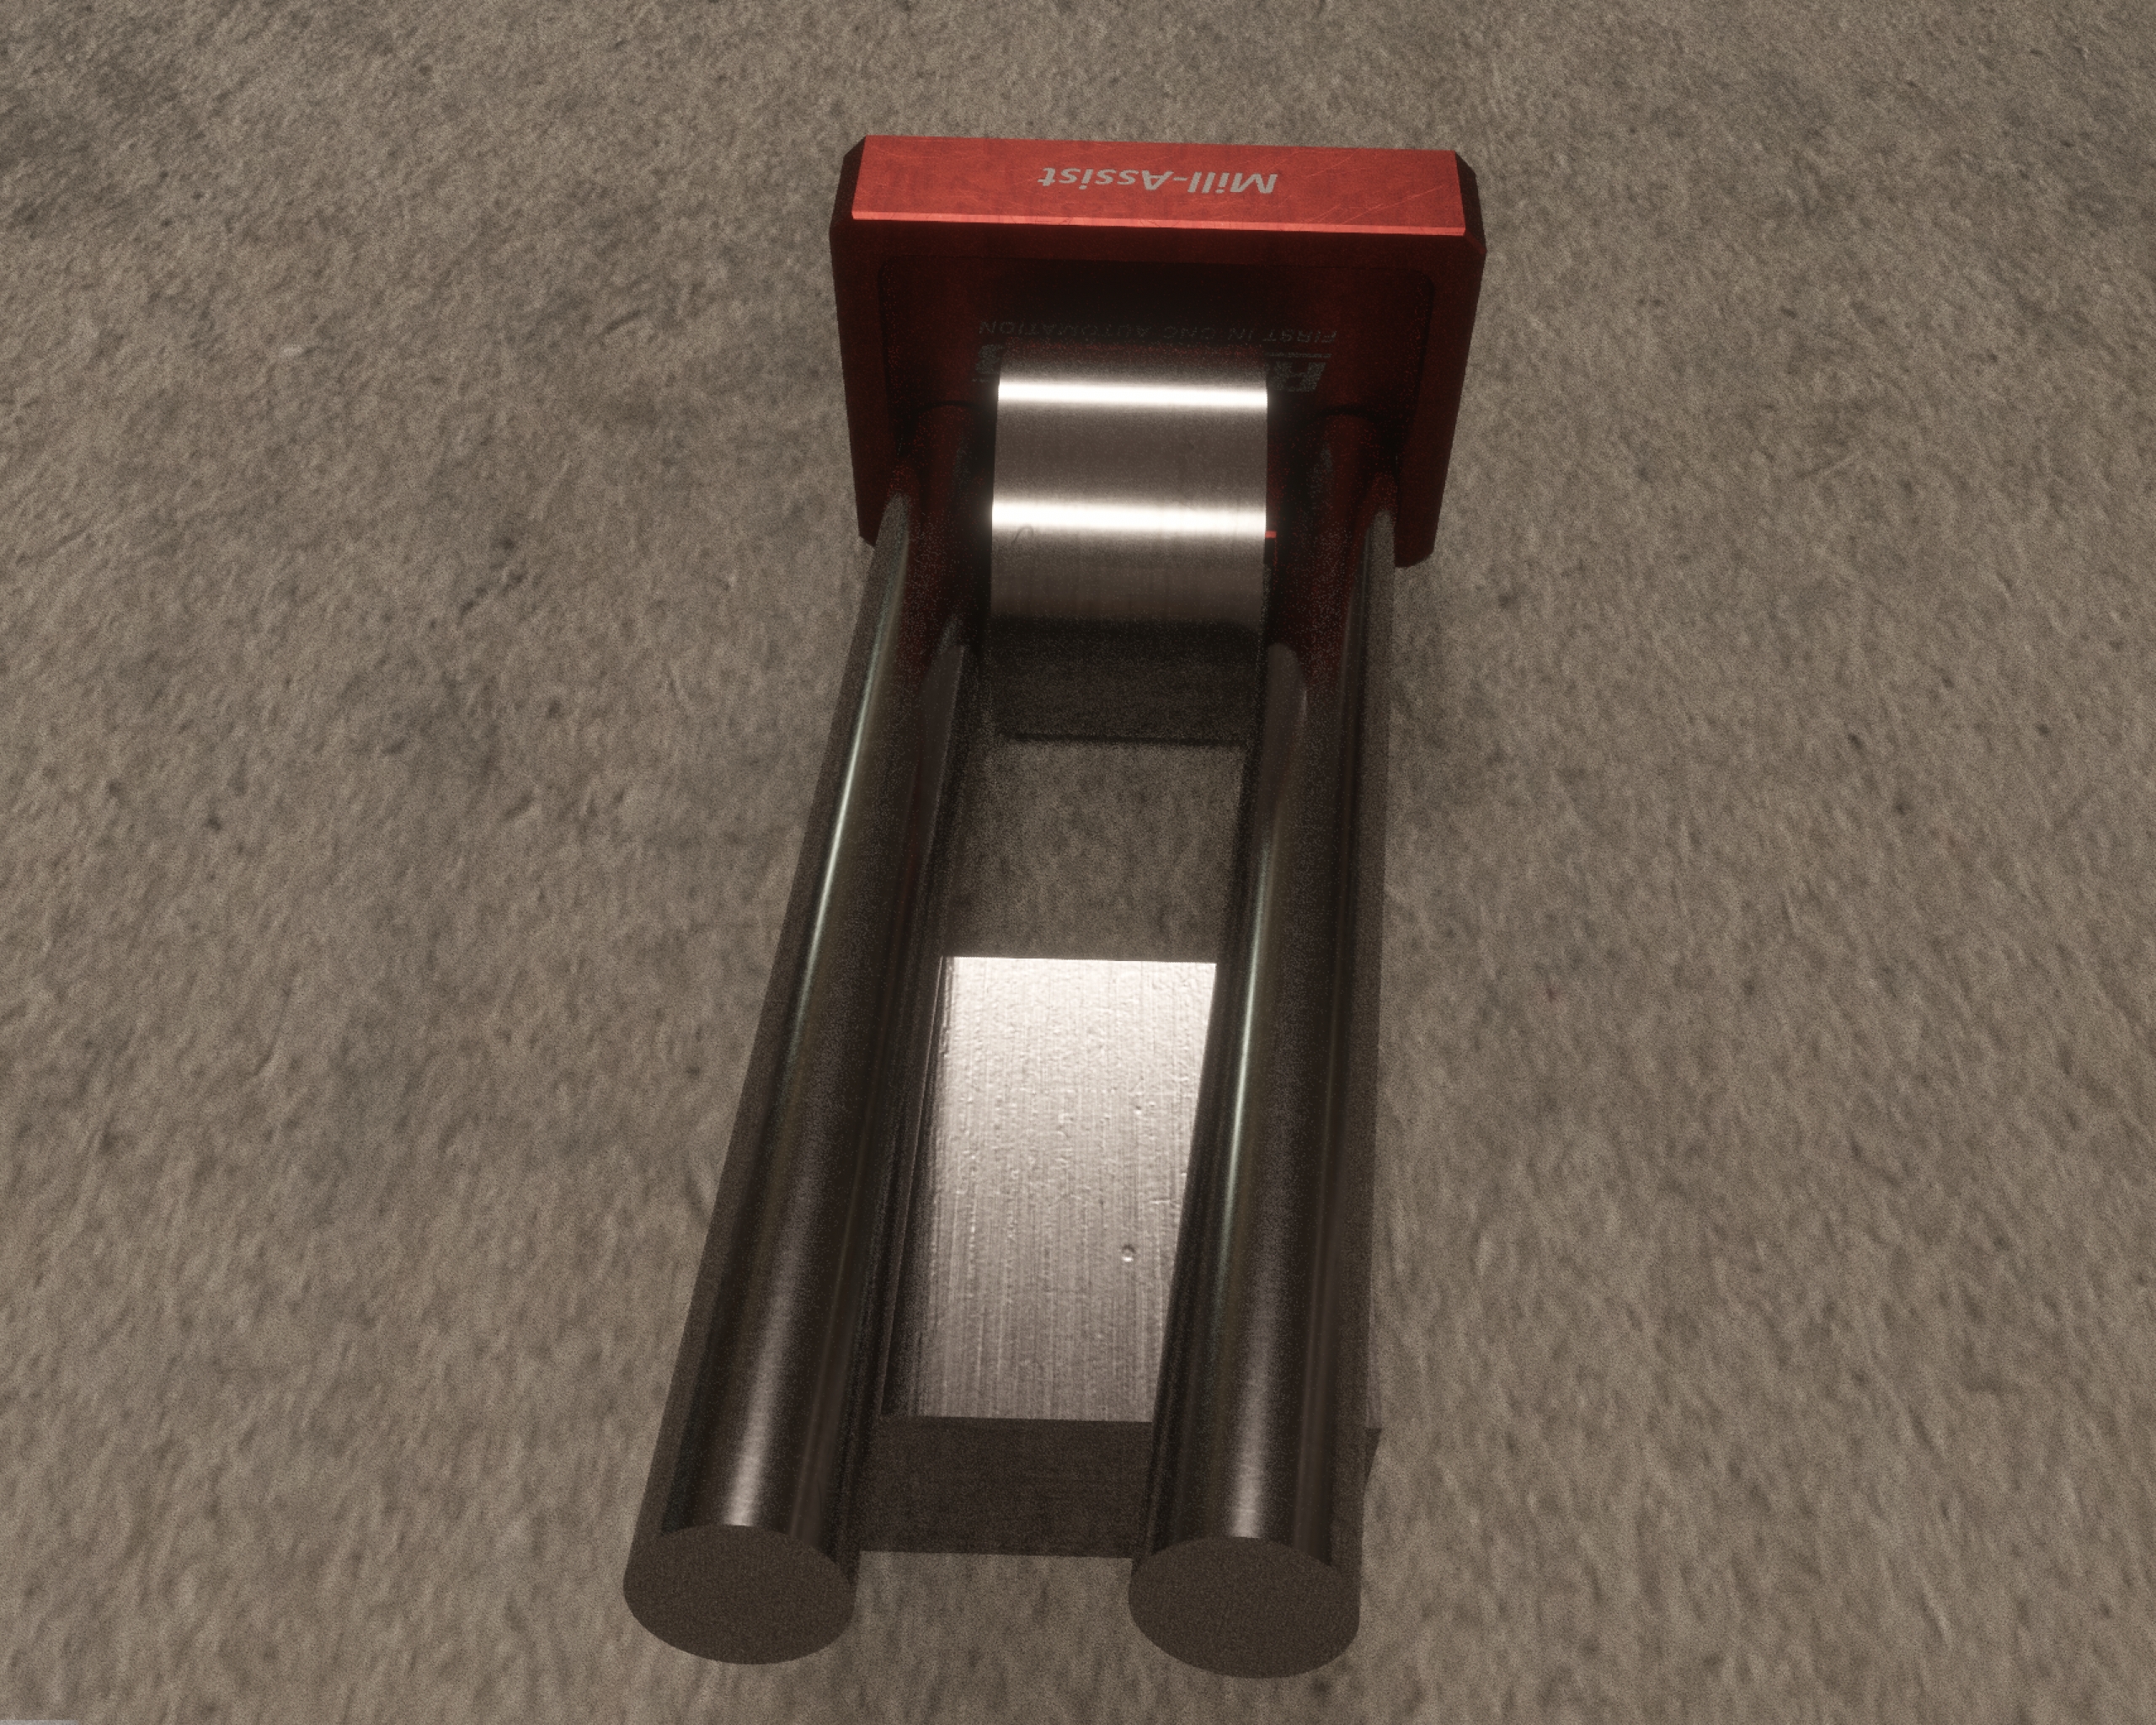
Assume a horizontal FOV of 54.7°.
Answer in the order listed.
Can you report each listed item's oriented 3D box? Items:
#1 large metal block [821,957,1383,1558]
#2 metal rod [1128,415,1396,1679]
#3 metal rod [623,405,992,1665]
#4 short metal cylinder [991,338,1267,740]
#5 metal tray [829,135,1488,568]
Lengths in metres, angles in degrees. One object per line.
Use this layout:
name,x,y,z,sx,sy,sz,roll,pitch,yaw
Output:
large metal block,0.003,0.062,0.333,0.081,0.050,0.080,1,50,1
metal rod,0.039,-0.004,0.348,0.025,0.025,0.301,7,35,5
metal rod,-0.032,-0.006,0.350,0.025,0.025,0.300,2,35,1
short metal cylinder,0.010,-0.065,0.425,0.050,0.080,0.080,2,50,1
metal tray,0.016,-0.109,0.454,0.131,0.089,0.030,2,50,1
